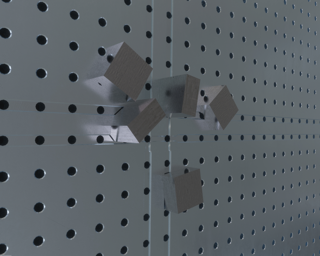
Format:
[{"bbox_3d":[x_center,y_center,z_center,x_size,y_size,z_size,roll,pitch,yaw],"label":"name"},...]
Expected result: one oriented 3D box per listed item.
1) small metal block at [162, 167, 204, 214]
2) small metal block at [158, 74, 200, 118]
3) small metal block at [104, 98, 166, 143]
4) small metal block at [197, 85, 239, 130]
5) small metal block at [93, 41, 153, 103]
[{"bbox_3d":[0.032,0.086,0.435,0.050,0.025,0.050,-12,98,-39],"label":"small metal block"},{"bbox_3d":[0.023,-0.041,0.411,0.025,0.050,0.050,14,82,-39],"label":"small metal block"},{"bbox_3d":[-0.030,-0.009,0.367,0.050,0.050,0.025,-47,118,-29],"label":"small metal block"},{"bbox_3d":[0.091,-0.032,0.484,0.050,0.025,0.050,-48,119,-29],"label":"small metal block"},{"bbox_3d":[-0.043,-0.066,0.372,0.050,0.025,0.050,39,66,-33],"label":"small metal block"}]
